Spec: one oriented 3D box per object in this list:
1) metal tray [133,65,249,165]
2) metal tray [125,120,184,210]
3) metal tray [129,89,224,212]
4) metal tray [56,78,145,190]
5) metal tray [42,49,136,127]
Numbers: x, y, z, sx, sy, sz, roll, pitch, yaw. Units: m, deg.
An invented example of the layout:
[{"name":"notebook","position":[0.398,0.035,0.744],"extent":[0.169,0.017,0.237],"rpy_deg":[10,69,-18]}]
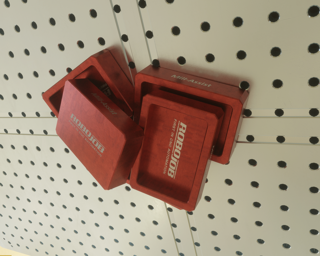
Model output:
[{"name":"metal tray","position":[0.032,-0.017,0.380],"extent":[0.130,0.030,0.089],"rpy_deg":[18,125,18]},{"name":"metal tray","position":[-0.010,0.053,0.446],"extent":[0.130,0.030,0.089],"rpy_deg":[24,127,14]},{"name":"metal tray","position":[0.017,0.028,0.376],"extent":[0.090,0.030,0.129],"rpy_deg":[18,114,18]},{"name":"metal tray","position":[-0.084,0.005,0.403],"extent":[0.130,0.030,0.089],"rpy_deg":[41,125,29]},{"name":"metal tray","position":[-0.097,-0.039,0.435],"extent":[0.130,0.030,0.090],"rpy_deg":[-24,105,37]}]
